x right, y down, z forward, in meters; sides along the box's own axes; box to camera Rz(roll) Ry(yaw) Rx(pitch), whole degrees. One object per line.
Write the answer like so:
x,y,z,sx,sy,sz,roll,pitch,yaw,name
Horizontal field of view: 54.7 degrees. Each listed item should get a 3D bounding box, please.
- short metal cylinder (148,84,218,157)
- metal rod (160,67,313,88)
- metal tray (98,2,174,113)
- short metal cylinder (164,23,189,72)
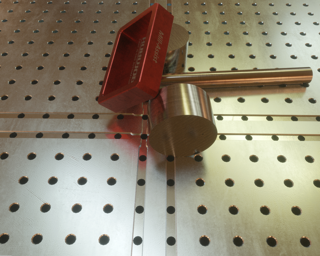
0.026,-0.008,0.379,0.081,0.080,0.050,-3,50,-2,short metal cylinder
0.078,-0.073,0.469,0.302,0.025,0.025,-3,50,-3,metal rod
-0.032,-0.092,0.412,0.090,0.030,0.130,-16,55,46,metal tray
0.005,-0.127,0.498,0.081,0.050,0.080,0,50,0,short metal cylinder
